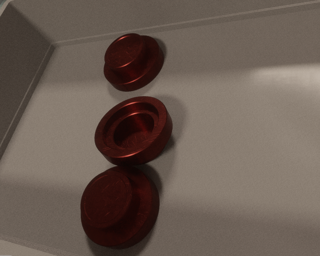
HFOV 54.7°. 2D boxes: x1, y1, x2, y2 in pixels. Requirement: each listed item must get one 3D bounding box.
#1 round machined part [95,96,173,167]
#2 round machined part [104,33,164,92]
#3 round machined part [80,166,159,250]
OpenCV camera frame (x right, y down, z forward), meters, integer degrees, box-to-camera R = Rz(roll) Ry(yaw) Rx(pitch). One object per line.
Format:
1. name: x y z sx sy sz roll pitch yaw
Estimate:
1. round machined part: -0.030 0.008 0.397 0.098 0.042 0.098 -14 46 15
2. round machined part: -0.047 -0.109 0.484 0.098 0.042 0.098 -13 56 20
3. round machined part: -0.054 0.089 0.367 0.098 0.042 0.098 -13 56 20
